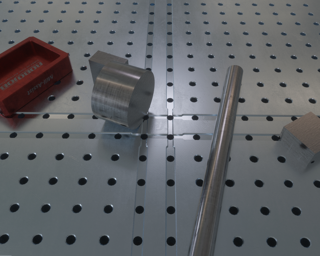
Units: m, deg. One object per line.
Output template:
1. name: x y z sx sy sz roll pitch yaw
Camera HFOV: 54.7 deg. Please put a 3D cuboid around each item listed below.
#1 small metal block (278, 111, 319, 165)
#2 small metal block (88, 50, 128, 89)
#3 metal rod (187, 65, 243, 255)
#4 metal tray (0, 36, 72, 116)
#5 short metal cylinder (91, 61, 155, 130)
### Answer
1. small metal block: 0.192 0.012 0.398 0.050 0.025 0.050 -25 55 -20
2. small metal block: -0.073 -0.081 0.459 0.050 0.050 0.025 20 53 16
3. metal rod: 0.076 0.023 0.388 0.025 0.025 0.300 12 51 10
4. metal tray: -0.213 -0.084 0.472 0.090 0.030 0.131 28 55 21
5. short metal cylinder: -0.047 -0.043 0.408 0.050 0.080 0.080 19 53 15
